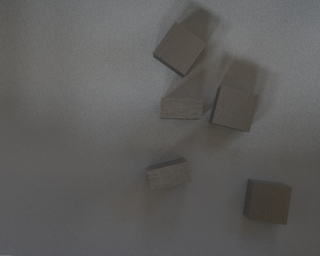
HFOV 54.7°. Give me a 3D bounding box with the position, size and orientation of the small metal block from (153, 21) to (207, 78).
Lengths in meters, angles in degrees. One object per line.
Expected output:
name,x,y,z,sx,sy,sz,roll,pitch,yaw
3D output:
small metal block,0.026,-0.103,0.412,0.050,0.025,0.050,36,90,-1

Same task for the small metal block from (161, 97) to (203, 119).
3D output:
small metal block,0.026,-0.024,0.399,0.050,0.050,0.025,2,90,-1

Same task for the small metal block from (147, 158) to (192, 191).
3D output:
small metal block,0.011,0.058,0.399,0.050,0.050,0.025,-14,90,0

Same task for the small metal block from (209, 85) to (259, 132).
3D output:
small metal block,0.098,-0.025,0.413,0.050,0.025,0.050,14,90,-1

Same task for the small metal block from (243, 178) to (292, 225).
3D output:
small metal block,0.143,0.098,0.413,0.050,0.025,0.050,8,90,-1
